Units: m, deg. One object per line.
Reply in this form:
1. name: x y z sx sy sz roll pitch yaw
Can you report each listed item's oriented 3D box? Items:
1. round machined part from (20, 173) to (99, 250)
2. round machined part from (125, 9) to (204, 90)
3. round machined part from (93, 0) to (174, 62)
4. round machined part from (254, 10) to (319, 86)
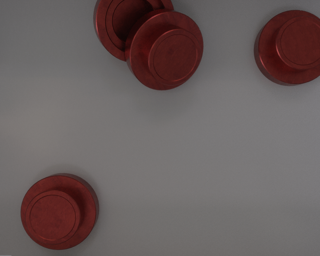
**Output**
1. round machined part: -0.132 0.110 0.402 0.099 0.042 0.097 0 90 0
2. round machined part: 0.011 -0.091 0.378 0.099 0.042 0.097 -12 123 -19
3. round machined part: -0.034 -0.134 0.388 0.099 0.042 0.097 -9 118 -18
4. round machined part: 0.178 -0.106 0.404 0.099 0.042 0.097 0 90 0
